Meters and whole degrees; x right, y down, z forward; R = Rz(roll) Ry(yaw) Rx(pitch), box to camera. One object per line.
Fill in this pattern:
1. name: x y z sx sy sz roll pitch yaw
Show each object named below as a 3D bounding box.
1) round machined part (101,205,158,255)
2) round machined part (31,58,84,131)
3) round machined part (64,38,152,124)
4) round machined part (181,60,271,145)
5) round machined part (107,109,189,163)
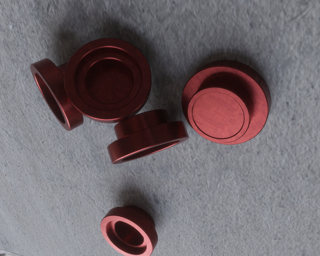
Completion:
1. round machined part: -0.048 0.171 0.525 0.098 0.042 0.097 13 124 20
2. round machined part: -0.127 -0.048 0.413 0.098 0.042 0.097 44 154 29
3. round machined part: -0.060 -0.053 0.370 0.098 0.098 0.042 36 171 4
4. round machined part: 0.070 -0.022 0.345 0.098 0.042 0.097 13 124 20
5. round machined part: -0.018 0.008 0.380 0.098 0.099 0.042 -26 79 37
